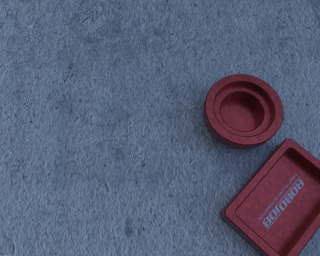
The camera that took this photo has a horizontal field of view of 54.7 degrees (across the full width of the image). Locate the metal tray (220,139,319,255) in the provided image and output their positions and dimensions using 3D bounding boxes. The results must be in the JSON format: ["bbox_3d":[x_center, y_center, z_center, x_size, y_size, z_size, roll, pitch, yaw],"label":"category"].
[{"bbox_3d":[0.149,0.088,0.375,0.090,0.030,0.130,42,75,13],"label":"metal tray"}]

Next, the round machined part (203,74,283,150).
[{"bbox_3d":[0.105,-0.018,0.407,0.099,0.042,0.098,0,70,-1],"label":"round machined part"}]
